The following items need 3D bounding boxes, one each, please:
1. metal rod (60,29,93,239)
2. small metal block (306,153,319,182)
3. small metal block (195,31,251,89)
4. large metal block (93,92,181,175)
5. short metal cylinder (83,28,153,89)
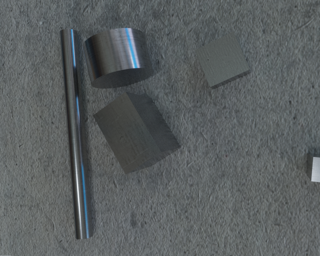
[{"bbox_3d":[-0.122,0.007,0.450,0.025,0.025,0.298,-5,88,19],"label":"metal rod"},{"bbox_3d":[0.187,0.044,0.330,0.050,0.050,0.025,4,92,19],"label":"small metal block"},{"bbox_3d":[0.078,-0.082,0.381,0.050,0.025,0.050,-23,83,18],"label":"small metal block"},{"bbox_3d":[-0.025,0.006,0.388,0.050,0.080,0.080,-34,79,17],"label":"large metal block"},{"bbox_3d":[-0.053,-0.087,0.398,0.080,0.080,0.050,-15,85,19],"label":"short metal cylinder"}]
